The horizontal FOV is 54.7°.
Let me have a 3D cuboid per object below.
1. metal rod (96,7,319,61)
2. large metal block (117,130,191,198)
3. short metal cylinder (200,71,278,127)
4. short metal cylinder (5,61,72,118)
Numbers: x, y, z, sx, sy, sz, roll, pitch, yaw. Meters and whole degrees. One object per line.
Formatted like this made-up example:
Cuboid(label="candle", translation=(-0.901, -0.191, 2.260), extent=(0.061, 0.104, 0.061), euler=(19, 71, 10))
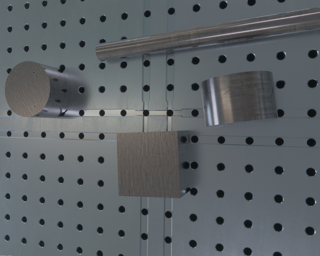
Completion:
Cuboid(label="metal rod", translation=(0.056, -0.116, 0.392), extent=(0.301, 0.025, 0.025), euler=(-3, 89, 19))
Cuboid(label="large metal block", translation=(-0.007, 0.044, 0.402), extent=(0.080, 0.050, 0.079), euler=(-2, 89, 20))
Cuboid(label="short metal cylinder", translation=(0.089, -0.031, 0.352), extent=(0.080, 0.080, 0.050), euler=(-7, 88, 20))
Cuboid(label="short metal cylinder", translation=(-0.180, -0.055, 0.463), extent=(0.080, 0.050, 0.079), euler=(0, 90, 20))
